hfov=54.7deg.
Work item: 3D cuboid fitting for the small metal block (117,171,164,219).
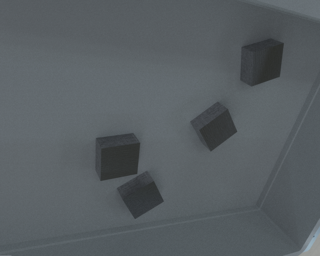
[{"bbox_3d":[-0.028,0.099,0.456,0.050,0.025,0.050,-29,129,-10],"label":"small metal block"}]

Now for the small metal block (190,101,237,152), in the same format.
[{"bbox_3d":[0.079,-0.002,0.453,0.050,0.025,0.050,-36,130,-4],"label":"small metal block"}]

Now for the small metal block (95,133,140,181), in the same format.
[{"bbox_3d":[-0.056,0.037,0.403,0.050,0.025,0.050,-7,122,-25],"label":"small metal block"}]

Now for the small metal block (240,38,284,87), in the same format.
[{"bbox_3d":[0.141,-0.092,0.432,0.050,0.025,0.050,-20,126,-17],"label":"small metal block"}]
